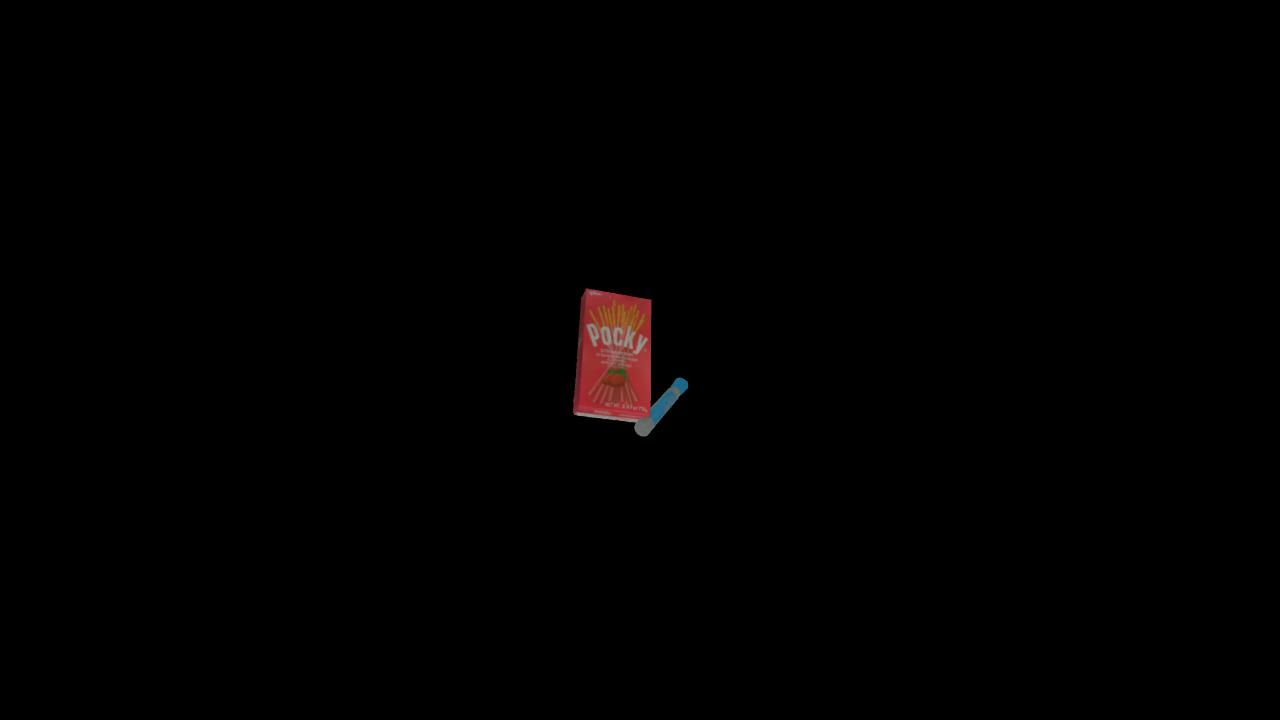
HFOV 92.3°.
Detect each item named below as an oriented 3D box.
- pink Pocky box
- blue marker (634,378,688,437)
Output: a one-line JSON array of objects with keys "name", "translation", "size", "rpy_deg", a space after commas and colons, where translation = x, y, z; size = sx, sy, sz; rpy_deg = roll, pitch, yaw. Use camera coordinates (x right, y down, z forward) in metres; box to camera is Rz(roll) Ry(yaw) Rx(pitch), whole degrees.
[{"name": "pink Pocky box", "translation": [-0.030, -0.007, 0.715], "size": [0.084, 0.155, 0.029], "rpy_deg": [9, -27, -15]}, {"name": "blue marker", "translation": [0.028, 0.052, 0.727], "size": [0.020, 0.020, 0.121], "rpy_deg": [0, 24, 29]}]
